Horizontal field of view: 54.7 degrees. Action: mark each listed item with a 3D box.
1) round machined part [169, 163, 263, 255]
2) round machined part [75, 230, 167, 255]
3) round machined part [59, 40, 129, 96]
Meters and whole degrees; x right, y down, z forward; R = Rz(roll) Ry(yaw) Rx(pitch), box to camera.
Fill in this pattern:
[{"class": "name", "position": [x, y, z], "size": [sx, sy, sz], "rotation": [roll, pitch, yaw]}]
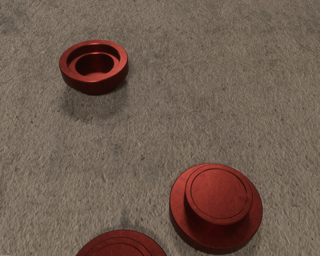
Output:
[{"class": "round machined part", "position": [0.059, 0.078, 0.328], "size": [0.099, 0.042, 0.098], "rotation": [0, 50, 0]}, {"class": "round machined part", "position": [-0.037, 0.138, 0.276], "size": [0.099, 0.042, 0.098], "rotation": [0, 50, 0]}, {"class": "round machined part", "position": [-0.096, -0.086, 0.463], "size": [0.099, 0.042, 0.098], "rotation": [0, 50, 0]}]
